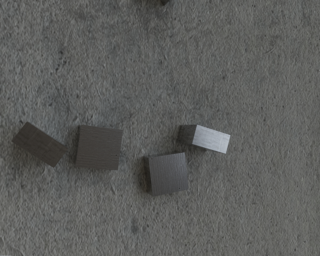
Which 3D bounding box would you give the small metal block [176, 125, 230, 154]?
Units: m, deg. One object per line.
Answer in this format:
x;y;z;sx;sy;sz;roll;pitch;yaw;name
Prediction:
0.057;0.014;0.417;0.050;0.050;0.025;17;85;-19;small metal block

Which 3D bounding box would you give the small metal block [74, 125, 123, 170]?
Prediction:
-0.076;0.024;0.381;0.050;0.025;0.050;8;87;-20;small metal block

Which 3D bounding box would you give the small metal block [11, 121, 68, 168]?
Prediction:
-0.133;0.018;0.347;0.050;0.050;0.025;37;78;-16;small metal block

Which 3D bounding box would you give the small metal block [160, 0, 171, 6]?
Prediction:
0.008;-0.194;0.398;0.025;0.050;0.050;-42;104;-15;small metal block

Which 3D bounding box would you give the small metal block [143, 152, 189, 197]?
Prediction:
0.008;0.059;0.412;0.050;0.025;0.050;-7;93;-20;small metal block
